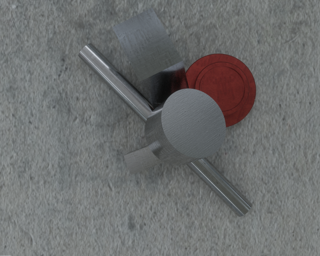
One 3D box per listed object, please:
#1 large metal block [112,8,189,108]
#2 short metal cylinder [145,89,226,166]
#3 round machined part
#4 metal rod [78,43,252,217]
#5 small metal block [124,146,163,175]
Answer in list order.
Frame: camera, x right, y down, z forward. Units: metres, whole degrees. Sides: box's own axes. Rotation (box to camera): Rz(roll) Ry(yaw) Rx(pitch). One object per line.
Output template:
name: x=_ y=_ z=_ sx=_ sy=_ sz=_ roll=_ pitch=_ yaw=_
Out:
large metal block: x=-0.008 y=-0.079 z=0.373 sx=0.050 sy=0.080 sz=0.080 roll=-26 pitch=68 yaw=1
short metal cylinder: x=0.029 y=0.000 z=0.362 sx=0.081 sy=0.050 sz=0.080 roll=7 pitch=72 yaw=-22
round machined part: x=0.077 y=-0.049 z=0.403 sx=0.099 sy=0.042 sz=0.097 roll=0 pitch=90 yaw=-1
metal rod: x=0.007 y=0.003 z=0.412 sx=0.025 sy=0.025 sz=0.300 roll=-45 pitch=91 yaw=0
small metal block: x=-0.016 y=0.036 z=0.399 sx=0.050 sy=0.050 sz=0.025 roll=-21 pitch=90 yaw=-1
